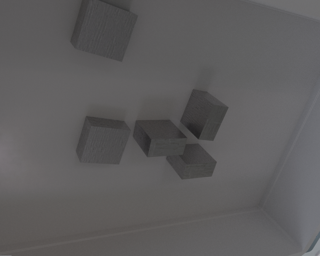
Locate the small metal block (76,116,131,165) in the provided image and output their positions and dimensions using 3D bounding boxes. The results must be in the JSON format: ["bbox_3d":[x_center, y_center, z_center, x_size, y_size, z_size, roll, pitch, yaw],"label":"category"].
[{"bbox_3d":[-0.070,0.016,0.380,0.050,0.025,0.050,8,115,-32],"label":"small metal block"}]

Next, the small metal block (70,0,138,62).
[{"bbox_3d":[-0.057,-0.101,0.315,0.050,0.025,0.050,10,114,-33],"label":"small metal block"}]

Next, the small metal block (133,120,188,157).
[{"bbox_3d":[-0.001,0.012,0.399,0.050,0.050,0.025,-1,119,-28],"label":"small metal block"}]

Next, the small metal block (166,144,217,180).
[{"bbox_3d":[0.044,0.047,0.445,0.050,0.050,0.025,-1,119,-28],"label":"small metal block"}]

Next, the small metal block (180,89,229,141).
[{"bbox_3d":[0.058,-0.018,0.413,0.025,0.050,0.050,7,115,-32],"label":"small metal block"}]
